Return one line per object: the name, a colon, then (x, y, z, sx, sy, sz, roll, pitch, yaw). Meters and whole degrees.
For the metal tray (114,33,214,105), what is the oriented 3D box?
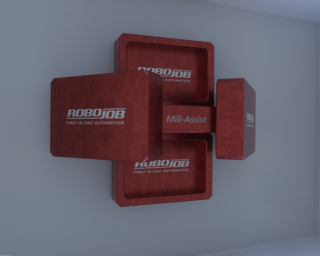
metal tray: (0.007, -0.070, 0.408, 0.131, 0.030, 0.089, 0, 91, -21)

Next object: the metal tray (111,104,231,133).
metal tray: (0.013, -0.010, 0.379, 0.131, 0.090, 0.030, 0, 90, -21)

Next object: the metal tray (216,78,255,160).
metal tray: (0.100, -0.009, 0.397, 0.030, 0.130, 0.089, 1, 90, 22)

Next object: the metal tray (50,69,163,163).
metal tray: (-0.062, -0.012, 0.337, 0.030, 0.130, 0.089, 1, 89, -62)

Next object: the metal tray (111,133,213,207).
metal tray: (0.004, 0.050, 0.406, 0.131, 0.030, 0.089, 0, 90, -21)
